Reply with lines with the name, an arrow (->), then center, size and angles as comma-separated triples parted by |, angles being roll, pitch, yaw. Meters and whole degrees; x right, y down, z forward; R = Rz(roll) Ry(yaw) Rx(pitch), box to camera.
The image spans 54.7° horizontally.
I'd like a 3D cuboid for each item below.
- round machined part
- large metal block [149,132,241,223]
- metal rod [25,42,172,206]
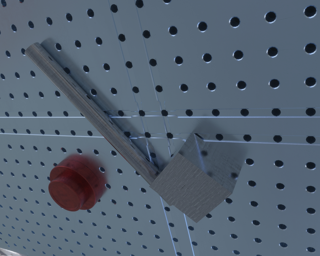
round machined part -> -0.156, 0.108, 0.547 | 0.098, 0.042, 0.097 | 13, 124, 20
large metal block -> 0.046, 0.066, 0.411 | 0.080, 0.050, 0.080 | 37, 129, 2
metal rod -> -0.078, -0.002, 0.449 | 0.300, 0.025, 0.025 | 47, 129, -6
